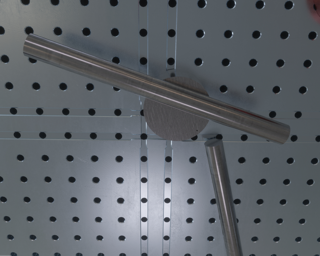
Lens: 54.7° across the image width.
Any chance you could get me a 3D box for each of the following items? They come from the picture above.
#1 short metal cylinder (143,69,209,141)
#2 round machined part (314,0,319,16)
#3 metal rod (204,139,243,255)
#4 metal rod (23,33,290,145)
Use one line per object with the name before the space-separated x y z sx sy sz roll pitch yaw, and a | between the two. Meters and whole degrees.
short metal cylinder | 0.021 -0.030 0.389 0.081 0.050 0.079 0 110 0
round machined part | 0.231 -0.160 0.347 0.099 0.042 0.097 0 110 0
metal rod | 0.107 0.156 0.471 0.025 0.025 0.298 -13 110 4
metal rod | 0.003 -0.040 0.345 0.302 0.025 0.025 19 109 -7
